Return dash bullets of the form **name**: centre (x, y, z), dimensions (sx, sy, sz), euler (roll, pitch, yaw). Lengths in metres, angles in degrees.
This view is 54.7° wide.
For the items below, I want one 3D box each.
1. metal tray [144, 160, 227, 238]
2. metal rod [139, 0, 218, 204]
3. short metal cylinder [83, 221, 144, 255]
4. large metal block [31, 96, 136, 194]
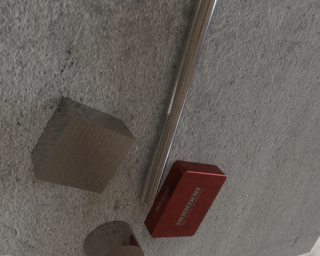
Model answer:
- **metal tray**: centre (0.040, 0.118, 0.501), dimensions (0.091, 0.030, 0.129), euler (12, 112, -34)
- **metal rod**: centre (0.018, -0.026, 0.402), dimensions (0.025, 0.025, 0.298), euler (1, 118, -30)
- **short metal cylinder**: centre (-0.071, 0.189, 0.470), dimensions (0.081, 0.050, 0.079), euler (-14, 125, -21)
- **large metal block**: centre (-0.089, 0.021, 0.356), dimensions (0.080, 0.050, 0.080), euler (24, 106, -37)
